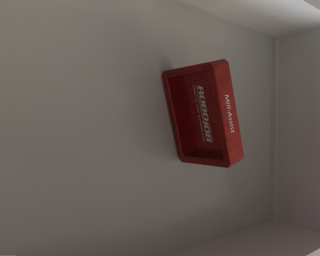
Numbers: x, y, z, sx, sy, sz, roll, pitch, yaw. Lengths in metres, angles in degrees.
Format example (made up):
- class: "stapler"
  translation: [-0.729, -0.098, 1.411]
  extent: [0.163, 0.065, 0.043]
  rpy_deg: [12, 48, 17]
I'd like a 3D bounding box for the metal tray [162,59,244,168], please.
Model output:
- class: "metal tray"
  translation: [0.054, -0.017, 0.405]
  extent: [0.030, 0.090, 0.129]
  rpy_deg: [-21, 104, -39]
